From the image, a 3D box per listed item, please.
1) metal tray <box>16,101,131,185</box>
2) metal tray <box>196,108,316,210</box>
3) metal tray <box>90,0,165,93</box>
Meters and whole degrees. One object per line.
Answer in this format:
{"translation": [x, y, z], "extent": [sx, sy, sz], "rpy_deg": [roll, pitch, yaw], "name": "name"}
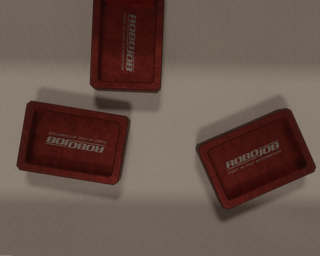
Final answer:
{"translation": [-0.111, 0.019, 0.407], "extent": [0.131, 0.030, 0.089], "rpy_deg": [9, 90, -1], "name": "metal tray"}
{"translation": [0.124, 0.039, 0.410], "extent": [0.131, 0.030, 0.090], "rpy_deg": [-23, 90, -1], "name": "metal tray"}
{"translation": [-0.042, -0.113, 0.408], "extent": [0.091, 0.030, 0.129], "rpy_deg": [2, 90, -1], "name": "metal tray"}
